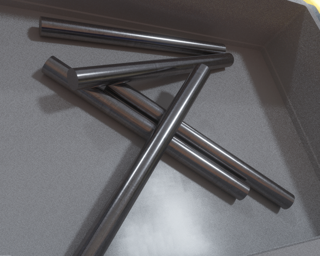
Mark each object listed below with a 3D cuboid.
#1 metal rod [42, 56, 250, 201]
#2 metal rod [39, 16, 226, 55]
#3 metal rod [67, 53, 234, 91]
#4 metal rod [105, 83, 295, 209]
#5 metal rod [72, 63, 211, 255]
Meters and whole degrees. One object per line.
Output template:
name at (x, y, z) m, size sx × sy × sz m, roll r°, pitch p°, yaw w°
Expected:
metal rod at (-0.013, 0.004, 0.397) m, size 0.301 × 0.025 × 0.025 m, roll 33°, pitch 51°, yaw -7°
metal rod at (-0.023, -0.135, 0.476) m, size 0.303 × 0.025 × 0.025 m, roll -1°, pitch 62°, yaw -29°
metal rod at (0.011, -0.087, 0.446) m, size 0.302 × 0.025 × 0.025 m, roll -17°, pitch 71°, yaw -41°
metal rod at (0.058, 0.023, 0.424) m, size 0.301 × 0.025 × 0.025 m, roll 33°, pitch 51°, yaw -7°
metal rod at (-0.009, 0.028, 0.358) m, size 0.025 × 0.025 × 0.301 m, roll 36°, pitch 59°, yaw -5°
